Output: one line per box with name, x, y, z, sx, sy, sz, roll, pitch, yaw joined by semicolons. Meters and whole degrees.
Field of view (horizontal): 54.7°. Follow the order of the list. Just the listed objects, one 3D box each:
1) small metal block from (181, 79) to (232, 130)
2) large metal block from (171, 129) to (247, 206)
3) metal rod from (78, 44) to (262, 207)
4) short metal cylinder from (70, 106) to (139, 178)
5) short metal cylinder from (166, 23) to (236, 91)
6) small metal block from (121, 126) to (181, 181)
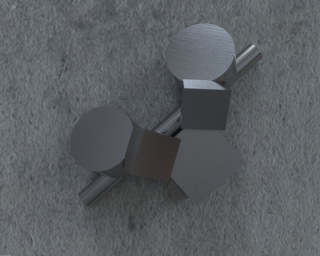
small metal block;0.050;-0.026;0.349;0.050;0.025;0.050;2;121;-1
large metal block;0.048;0.037;0.398;0.080;0.050;0.080;-41;91;0
metal rod;0.014;-0.003;0.411;0.300;0.025;0.025;-41;91;-1
short metal cylinder;-0.062;0.018;0.384;0.080;0.050;0.080;-5;71;14
short metal cylinder;0.053;-0.081;0.384;0.080;0.050;0.080;-5;71;14
small metal block;-0.010;0.029;0.349;0.050;0.025;0.050;16;90;-33
